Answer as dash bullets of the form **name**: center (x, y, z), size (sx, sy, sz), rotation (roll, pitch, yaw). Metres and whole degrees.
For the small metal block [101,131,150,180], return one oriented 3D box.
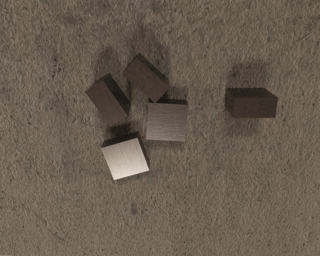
- **small metal block**: center (-0.046, 0.037, 0.423), size (0.050, 0.025, 0.050), rotation (-16, 110, 5)

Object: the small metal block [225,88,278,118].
- **small metal block**: center (0.112, -0.032, 0.386), size (0.050, 0.050, 0.025), rotation (0, 110, -1)

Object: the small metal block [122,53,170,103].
- **small metal block**: center (-0.016, -0.062, 0.374), size (0.050, 0.050, 0.025), rotation (40, 105, -14)

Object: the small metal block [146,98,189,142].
- **small metal block**: center (0.009, -0.011, 0.406), size (0.050, 0.025, 0.050), rotation (3, 110, -2)

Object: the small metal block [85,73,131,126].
- **small metal block**: center (-0.062, -0.036, 0.382), size (0.025, 0.050, 0.050), rotation (-31, 108, 10)
